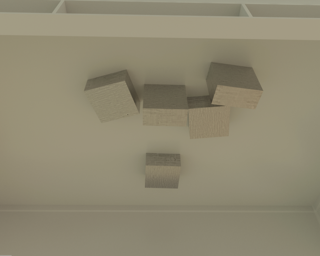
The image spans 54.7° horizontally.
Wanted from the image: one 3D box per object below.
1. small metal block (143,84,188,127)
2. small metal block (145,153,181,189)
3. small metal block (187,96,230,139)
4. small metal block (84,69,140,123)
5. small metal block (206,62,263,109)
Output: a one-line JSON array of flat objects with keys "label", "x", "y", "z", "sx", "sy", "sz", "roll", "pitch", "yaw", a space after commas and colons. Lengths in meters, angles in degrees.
[{"label": "small metal block", "x": 0.006, "y": -0.028, "z": 0.369, "sx": 0.050, "sy": 0.050, "sz": 0.025, "roll": 1, "pitch": 130, "yaw": -2}, {"label": "small metal block", "x": 0.003, "y": 0.065, "z": 0.464, "sx": 0.050, "sy": 0.025, "sz": 0.050, "roll": 2, "pitch": 130, "yaw": -3}, {"label": "small metal block", "x": 0.062, "y": -0.014, "z": 0.398, "sx": 0.050, "sy": 0.025, "sz": 0.050, "roll": -5, "pitch": 130, "yaw": 3}, {"label": "small metal block", "x": -0.056, "y": -0.038, "z": 0.376, "sx": 0.050, "sy": 0.025, "sz": 0.050, "roll": -13, "pitch": 129, "yaw": 10}, {"label": "small metal block", "x": 0.083, "y": -0.049, "z": 0.352, "sx": 0.050, "sy": 0.050, "sz": 0.025, "roll": 6, "pitch": 130, "yaw": -6}]
